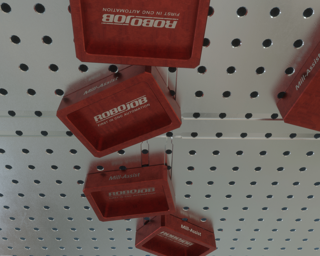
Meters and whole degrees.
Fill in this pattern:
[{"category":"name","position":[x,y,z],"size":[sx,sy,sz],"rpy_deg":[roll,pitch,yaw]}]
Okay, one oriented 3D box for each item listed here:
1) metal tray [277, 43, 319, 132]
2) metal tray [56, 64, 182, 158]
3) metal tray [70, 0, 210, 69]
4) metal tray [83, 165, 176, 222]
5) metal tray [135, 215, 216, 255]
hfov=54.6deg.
[{"category":"metal tray","position":[0.213,-0.054,0.364],"size":[0.091,0.030,0.129],"rpy_deg":[13,129,-11]},{"category":"metal tray","position":[-0.049,-0.019,0.391],"size":[0.130,0.030,0.090],"rpy_deg":[-21,127,17]},{"category":"metal tray","position":[-0.020,-0.110,0.314],"size":[0.131,0.030,0.089],"rpy_deg":[3,130,-3]},{"category":"metal tray","position":[-0.045,0.107,0.498],"size":[0.131,0.030,0.090],"rpy_deg":[-8,130,7]},{"category":"metal tray","position":[0.030,0.214,0.590],"size":[0.131,0.030,0.090],"rpy_deg":[29,124,-23]}]
